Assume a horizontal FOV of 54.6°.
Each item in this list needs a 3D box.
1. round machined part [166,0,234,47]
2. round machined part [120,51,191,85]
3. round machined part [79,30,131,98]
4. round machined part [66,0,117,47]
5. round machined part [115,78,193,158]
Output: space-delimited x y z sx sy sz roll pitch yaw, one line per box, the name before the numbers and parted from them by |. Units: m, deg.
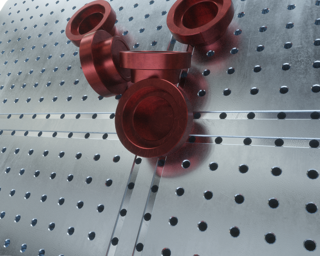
round machined part | 0.063 -0.162 0.465 0.098 0.042 0.098 -13 56 21
round machined part | -0.006 -0.084 0.431 0.098 0.099 0.042 11 108 33
round machined part | -0.072 -0.097 0.460 0.042 0.098 0.098 -12 57 22
round machined part | -0.123 -0.187 0.579 0.098 0.042 0.098 -13 56 21
round machined part | -0.004 -0.011 0.393 0.098 0.042 0.098 -3 82 24
